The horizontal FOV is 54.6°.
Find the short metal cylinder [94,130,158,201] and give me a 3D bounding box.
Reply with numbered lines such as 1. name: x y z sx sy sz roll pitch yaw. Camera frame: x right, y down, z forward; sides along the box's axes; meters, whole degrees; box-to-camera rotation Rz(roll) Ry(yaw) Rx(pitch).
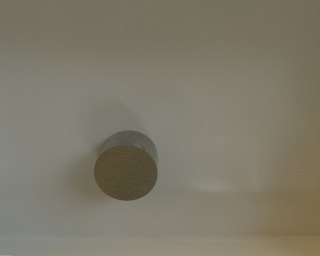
1. short metal cylinder: -0.043 0.049 0.416 0.080 0.050 0.079 0 110 0
